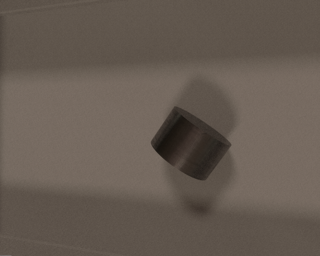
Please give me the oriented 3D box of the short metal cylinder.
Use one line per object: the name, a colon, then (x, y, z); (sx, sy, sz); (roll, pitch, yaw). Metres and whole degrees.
short metal cylinder: (0.037, 0.017, 0.368); (0.080, 0.080, 0.050); (37, 102, 16)
